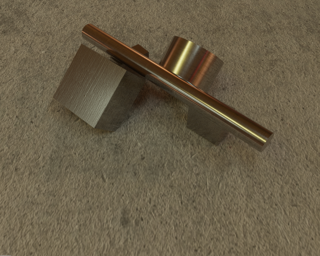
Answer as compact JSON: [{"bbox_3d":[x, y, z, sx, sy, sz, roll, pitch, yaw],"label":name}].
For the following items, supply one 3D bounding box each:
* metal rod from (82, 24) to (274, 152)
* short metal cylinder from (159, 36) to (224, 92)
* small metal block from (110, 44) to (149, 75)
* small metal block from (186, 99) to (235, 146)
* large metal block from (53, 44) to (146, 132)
[{"bbox_3d":[0.004,-0.063,0.393,0.300,0.025,0.025,36,58,26],"label":"metal rod"},{"bbox_3d":[0.042,-0.086,0.434,0.080,0.080,0.050,32,98,23],"label":"short metal cylinder"},{"bbox_3d":[-0.044,-0.090,0.464,0.050,0.050,0.025,-32,57,-24],"label":"small metal block"},{"bbox_3d":[0.063,-0.012,0.396,0.050,0.050,0.025,33,58,24],"label":"small metal block"},{"bbox_3d":[-0.080,-0.051,0.408,0.080,0.050,0.080,33,98,24],"label":"large metal block"}]
